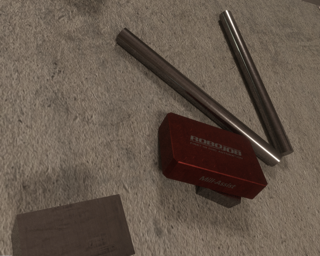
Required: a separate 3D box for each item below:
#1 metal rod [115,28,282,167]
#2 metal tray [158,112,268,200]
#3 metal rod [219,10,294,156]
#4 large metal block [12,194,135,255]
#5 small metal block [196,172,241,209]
[{"bbox_3d":[0.059,-0.045,0.464,0.300,0.025,0.025,39,51,-3],"label":"metal rod"},{"bbox_3d":[0.065,0.035,0.399,0.131,0.030,0.090,17,37,-19],"label":"metal tray"},{"bbox_3d":[0.164,-0.091,0.550,0.025,0.025,0.299,0,62,-29],"label":"metal rod"},{"bbox_3d":[-0.079,0.100,0.266,0.081,0.080,0.050,-5,65,-31],"label":"large metal block"},{"bbox_3d":[0.080,0.070,0.406,0.050,0.025,0.050,26,52,-12],"label":"small metal block"}]
